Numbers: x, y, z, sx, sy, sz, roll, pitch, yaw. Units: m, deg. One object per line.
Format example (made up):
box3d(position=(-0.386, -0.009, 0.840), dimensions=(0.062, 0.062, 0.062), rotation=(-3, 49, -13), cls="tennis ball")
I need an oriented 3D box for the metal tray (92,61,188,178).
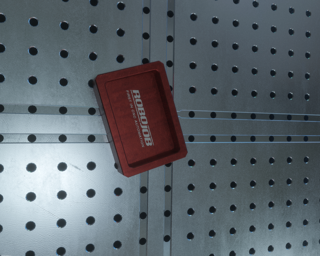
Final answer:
box3d(position=(-0.025, -0.012, 0.400), dimensions=(0.091, 0.030, 0.129), rotation=(-18, 96, -19), cls="metal tray")
